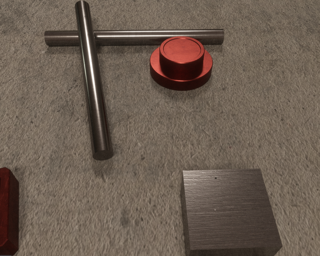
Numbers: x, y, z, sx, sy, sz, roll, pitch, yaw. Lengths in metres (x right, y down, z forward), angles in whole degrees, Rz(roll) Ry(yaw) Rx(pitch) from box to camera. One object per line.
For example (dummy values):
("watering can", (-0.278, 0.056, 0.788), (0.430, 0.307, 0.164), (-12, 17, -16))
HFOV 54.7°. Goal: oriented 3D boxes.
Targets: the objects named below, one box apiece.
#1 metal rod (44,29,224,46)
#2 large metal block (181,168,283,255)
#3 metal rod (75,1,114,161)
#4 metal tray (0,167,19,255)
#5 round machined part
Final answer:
("metal rod", (-0.042, -0.156, 0.533), (0.302, 0.025, 0.025), (-1, 50, -2))
("large metal block", (0.065, 0.089, 0.313), (0.081, 0.050, 0.080), (-1, 50, -2))
("metal rod", (-0.102, -0.088, 0.456), (0.025, 0.025, 0.299), (-10, 57, -9))
("metal tray", (-0.217, 0.098, 0.314), (0.131, 0.030, 0.090), (-12, 51, -11))
("round machined part", (0.033, -0.106, 0.482), (0.099, 0.042, 0.098), (0, 50, 0))
